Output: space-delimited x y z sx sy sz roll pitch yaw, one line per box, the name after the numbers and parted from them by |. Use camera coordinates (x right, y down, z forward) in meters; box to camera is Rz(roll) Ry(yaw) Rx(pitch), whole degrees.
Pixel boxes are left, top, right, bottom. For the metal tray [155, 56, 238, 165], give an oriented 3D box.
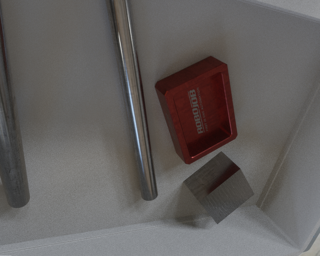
0.054 -0.021 0.423 0.091 0.030 0.129 -28 128 -11 | metal tray

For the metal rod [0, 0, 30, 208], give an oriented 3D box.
-0.132 -0.006 0.259 0.025 0.025 0.298 -9 146 -24 | metal rod

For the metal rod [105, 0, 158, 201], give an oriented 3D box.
-0.030 -0.023 0.379 0.025 0.025 0.298 -19 126 -18 | metal rod

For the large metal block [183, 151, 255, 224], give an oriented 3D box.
0.098 0.099 0.510 0.080 0.050 0.080 -38 130 -3 | large metal block
